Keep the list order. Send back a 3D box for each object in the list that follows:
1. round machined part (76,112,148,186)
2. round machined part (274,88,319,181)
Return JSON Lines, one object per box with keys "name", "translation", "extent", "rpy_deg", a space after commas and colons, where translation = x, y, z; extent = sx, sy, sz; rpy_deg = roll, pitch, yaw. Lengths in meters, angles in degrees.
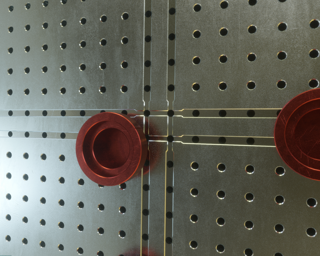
{"name": "round machined part", "translation": [-0.062, 0.027, 0.426], "extent": [0.098, 0.042, 0.097], "rpy_deg": [0, 90, 20]}
{"name": "round machined part", "translation": [0.178, 0.007, 0.341], "extent": [0.098, 0.042, 0.097], "rpy_deg": [0, 90, 20]}
